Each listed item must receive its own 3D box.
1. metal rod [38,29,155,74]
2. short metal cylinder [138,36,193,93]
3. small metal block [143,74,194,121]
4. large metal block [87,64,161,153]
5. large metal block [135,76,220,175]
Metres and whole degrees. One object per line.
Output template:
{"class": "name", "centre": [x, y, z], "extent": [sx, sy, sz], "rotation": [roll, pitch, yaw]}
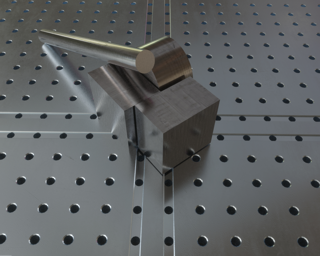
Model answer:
{"class": "metal rod", "centre": [-0.108, -0.116, 0.436], "extent": [0.025, 0.025, 0.300], "rotation": [-34, 37, -25]}
{"class": "short metal cylinder", "centre": [-0.003, -0.071, 0.398], "extent": [0.050, 0.080, 0.080], "rotation": [-30, 56, -23]}
{"class": "small metal block", "centre": [0.012, -0.045, 0.446], "extent": [0.050, 0.025, 0.050], "rotation": [-34, 58, -26]}
{"class": "large metal block", "centre": [-0.044, -0.029, 0.397], "extent": [0.050, 0.080, 0.080], "rotation": [-31, 57, -23]}
{"class": "large metal block", "centre": [0.020, -0.003, 0.372], "extent": [0.081, 0.080, 0.050], "rotation": [-31, 57, -23]}
